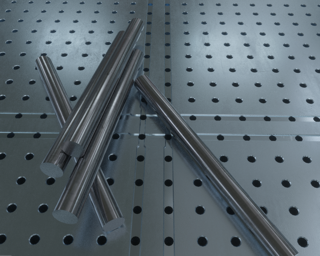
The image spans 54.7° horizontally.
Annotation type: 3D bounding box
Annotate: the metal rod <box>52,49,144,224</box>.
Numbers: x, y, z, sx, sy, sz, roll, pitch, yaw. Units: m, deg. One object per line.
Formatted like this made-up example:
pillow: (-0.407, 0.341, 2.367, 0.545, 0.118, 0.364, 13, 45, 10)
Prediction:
metal rod: (-0.064, -0.017, 0.399, 0.025, 0.025, 0.300, 8, 44, 6)

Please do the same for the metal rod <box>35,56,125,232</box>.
metal rod: (-0.117, -0.002, 0.407, 0.025, 0.025, 0.300, -21, 53, -17)

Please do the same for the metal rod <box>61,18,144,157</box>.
metal rod: (-0.065, -0.079, 0.431, 0.025, 0.025, 0.300, 8, 44, 6)

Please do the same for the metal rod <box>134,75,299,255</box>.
metal rod: (0.049, 0.030, 0.383, 0.025, 0.025, 0.300, -24, 54, -19)

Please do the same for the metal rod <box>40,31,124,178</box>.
metal rod: (-0.088, -0.057, 0.432, 0.025, 0.025, 0.300, 8, 44, 6)
